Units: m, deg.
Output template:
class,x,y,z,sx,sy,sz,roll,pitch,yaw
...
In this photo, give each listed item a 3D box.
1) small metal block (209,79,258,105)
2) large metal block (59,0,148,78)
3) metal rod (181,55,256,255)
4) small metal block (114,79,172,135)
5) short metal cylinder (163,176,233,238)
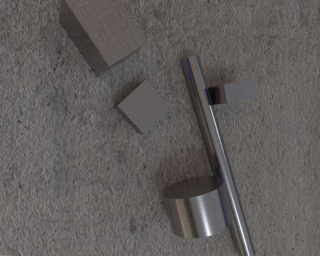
class,x,y,z,sx,sy,sz,roll,pitch,yaw
small metal block,0.099,-0.049,0.434,0.050,0.050,0.025,-12,94,-20
large metal block,-0.068,-0.110,0.355,0.050,0.080,0.080,-37,102,-16
metal rod,0.085,0.045,0.441,0.025,0.025,0.298,-20,97,-19
small metal block,-0.023,-0.027,0.402,0.050,0.025,0.050,-46,105,-15
short metal cylinder,0.048,0.099,0.399,0.081,0.080,0.050,-16,96,-20
